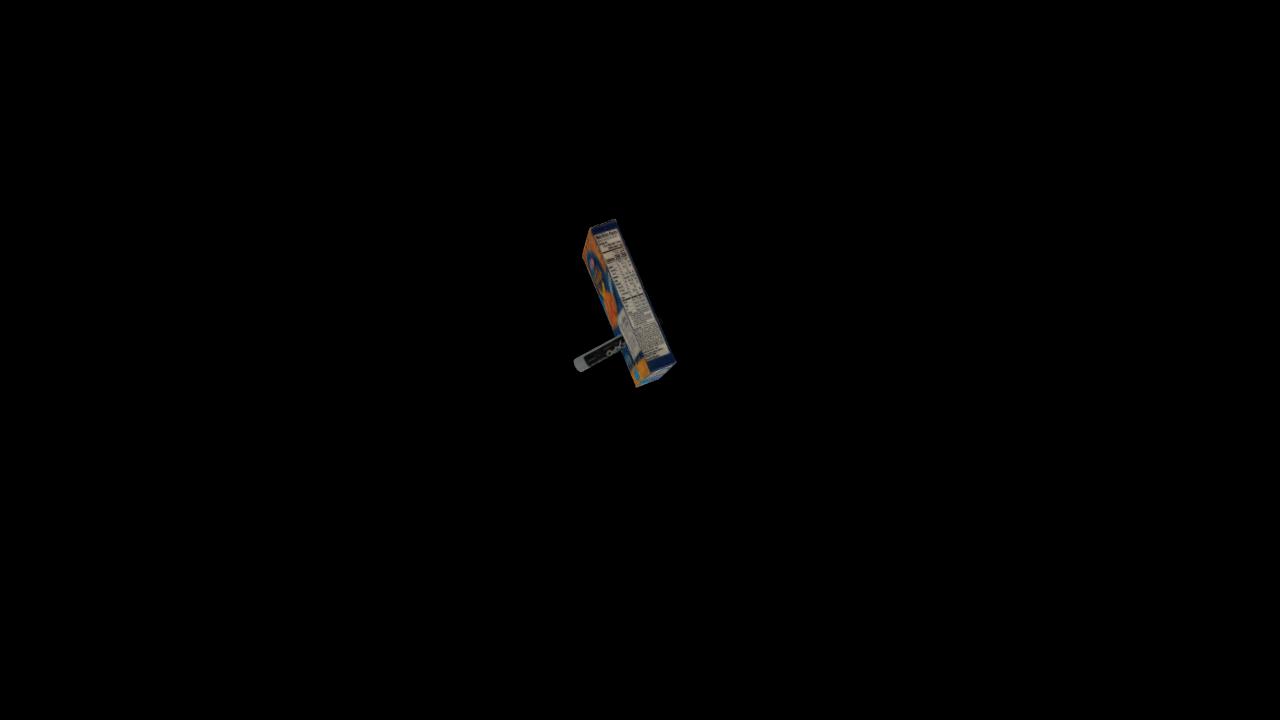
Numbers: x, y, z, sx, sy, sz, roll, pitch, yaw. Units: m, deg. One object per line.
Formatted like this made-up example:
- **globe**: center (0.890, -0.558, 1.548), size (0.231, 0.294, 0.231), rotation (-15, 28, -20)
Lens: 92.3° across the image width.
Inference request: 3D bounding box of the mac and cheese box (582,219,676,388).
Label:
- **mac and cheese box**: center (-0.016, -0.064, 0.739), size (0.041, 0.184, 0.093), rotation (-21, -8, -13)

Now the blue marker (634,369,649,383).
- **blue marker**: center (-0.010, -0.030, 0.744), size (0.020, 0.121, 0.020), rotation (-14, -16, -4)

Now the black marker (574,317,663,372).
- **black marker**: center (-0.026, -0.020, 0.736), size (0.121, 0.020, 0.020), rotation (-28, -10, 19)
